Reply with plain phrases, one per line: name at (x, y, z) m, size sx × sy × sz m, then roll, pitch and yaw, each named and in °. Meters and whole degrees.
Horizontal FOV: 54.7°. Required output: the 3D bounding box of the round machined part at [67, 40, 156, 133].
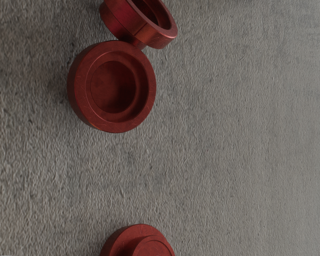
round machined part at (-0.055, -0.045, 0.342) m, size 0.099 × 0.042 × 0.097 m, roll -7°, pitch 101°, yaw -37°

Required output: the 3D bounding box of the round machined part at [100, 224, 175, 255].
round machined part at (-0.019, 0.161, 0.358) m, size 0.099 × 0.042 × 0.098 m, roll 20°, pitch 57°, yaw -35°

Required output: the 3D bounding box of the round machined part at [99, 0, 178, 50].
round machined part at (-0.029, -0.127, 0.350) m, size 0.098 × 0.042 × 0.098 m, roll 36°, pitch 34°, yaw -29°
